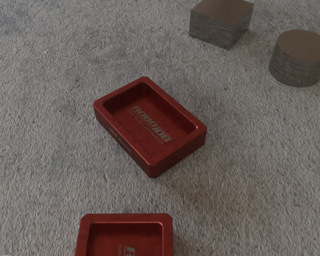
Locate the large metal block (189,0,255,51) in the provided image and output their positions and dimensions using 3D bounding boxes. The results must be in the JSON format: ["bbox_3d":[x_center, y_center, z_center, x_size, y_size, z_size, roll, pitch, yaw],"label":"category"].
[{"bbox_3d":[0.108,-0.191,0.548,0.080,0.050,0.080,27,55,21],"label":"large metal block"}]

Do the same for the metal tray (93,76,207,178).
[{"bbox_3d":[-0.015,-0.007,0.405,0.091,0.030,0.130,-32,57,-24],"label":"metal tray"}]

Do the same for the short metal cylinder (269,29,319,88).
[{"bbox_3d":[0.216,-0.108,0.479,0.081,0.050,0.080,0,50,0],"label":"short metal cylinder"}]

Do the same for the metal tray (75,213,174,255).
[{"bbox_3d":[-0.033,0.144,0.278,0.091,0.030,0.130,0,50,0],"label":"metal tray"}]
